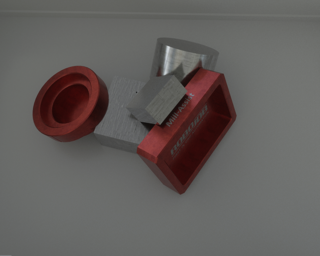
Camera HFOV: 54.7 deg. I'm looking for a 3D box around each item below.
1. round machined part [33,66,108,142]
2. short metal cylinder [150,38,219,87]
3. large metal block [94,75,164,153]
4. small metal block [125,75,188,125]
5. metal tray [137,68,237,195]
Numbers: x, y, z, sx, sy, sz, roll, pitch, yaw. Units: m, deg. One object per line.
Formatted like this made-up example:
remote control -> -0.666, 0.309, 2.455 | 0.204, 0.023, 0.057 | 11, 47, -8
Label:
round machined part -> -0.108, -0.027, 0.395 | 0.098, 0.042, 0.098 | -10, 63, 20
short metal cylinder -> 0.031, -0.082, 0.402 | 0.080, 0.080, 0.050 | 15, 115, 5
large metal block -> -0.029, -0.013, 0.399 | 0.080, 0.050, 0.080 | 14, 71, 4
small metal block -> -0.005, -0.032, 0.352 | 0.025, 0.050, 0.050 | 47, 73, -25
metal tray -> 0.038, 0.005, 0.371 | 0.030, 0.090, 0.130 | 25, 69, 37
